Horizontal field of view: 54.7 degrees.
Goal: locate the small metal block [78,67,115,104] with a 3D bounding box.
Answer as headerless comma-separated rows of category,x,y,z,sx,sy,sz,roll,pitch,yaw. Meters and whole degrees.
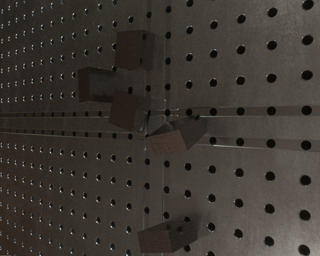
small metal block,-0.095,-0.062,0.469,0.025,0.050,0.050,-5,87,39

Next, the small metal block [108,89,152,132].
small metal block,-0.044,-0.025,0.443,0.050,0.025,0.050,20,103,38

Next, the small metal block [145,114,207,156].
small metal block,0.020,0.008,0.371,0.050,0.050,0.025,-14,104,39

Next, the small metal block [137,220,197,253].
small metal block,0.009,0.134,0.384,0.050,0.050,0.025,-19,78,38

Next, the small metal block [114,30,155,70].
small metal block,-0.036,-0.109,0.437,0.050,0.025,0.050,10,96,39
